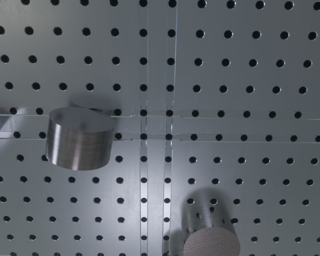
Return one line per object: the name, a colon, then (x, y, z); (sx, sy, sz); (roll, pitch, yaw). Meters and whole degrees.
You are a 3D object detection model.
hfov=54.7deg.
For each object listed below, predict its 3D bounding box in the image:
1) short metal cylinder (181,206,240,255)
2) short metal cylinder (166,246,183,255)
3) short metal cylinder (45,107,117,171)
short metal cylinder: (0.073, 0.164, 0.461); (0.081, 0.050, 0.079); (0, 110, 0)
short metal cylinder: (0.045, 0.234, 0.487); (0.081, 0.050, 0.079); (0, 110, 0)
short metal cylinder: (-0.099, 0.011, 0.387); (0.081, 0.080, 0.050); (12, 110, -5)
